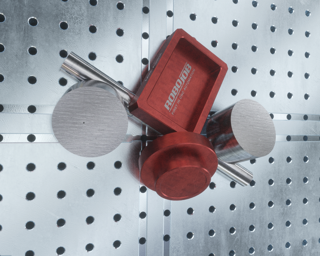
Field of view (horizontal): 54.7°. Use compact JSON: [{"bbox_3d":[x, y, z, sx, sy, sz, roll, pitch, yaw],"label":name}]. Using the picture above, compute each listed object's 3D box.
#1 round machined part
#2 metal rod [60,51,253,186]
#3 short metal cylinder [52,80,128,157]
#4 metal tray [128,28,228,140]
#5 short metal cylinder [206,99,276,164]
[{"bbox_3d":[0.025,0.054,0.384,0.099,0.042,0.097,-6,134,-7],"label":"round machined part"},{"bbox_3d":[0.008,-0.003,0.415,0.301,0.025,0.025,33,79,-17],"label":"metal rod"},{"bbox_3d":[-0.079,-0.012,0.358,0.081,0.050,0.079,-3,107,-9],"label":"short metal cylinder"},{"bbox_3d":[0.028,-0.054,0.404,0.090,0.030,0.130,34,66,-17],"label":"metal tray"},{"bbox_3d":[0.112,0.006,0.428,0.081,0.050,0.080,11,68,-28],"label":"short metal cylinder"}]
